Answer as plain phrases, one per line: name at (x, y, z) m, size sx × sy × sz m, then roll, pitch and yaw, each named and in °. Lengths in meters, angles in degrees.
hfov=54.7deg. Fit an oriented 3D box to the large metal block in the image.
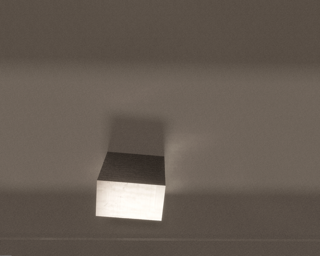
large metal block at (-0.036, 0.074, 0.409) m, size 0.081 × 0.080 × 0.050 m, roll 5°, pitch 110°, yaw -2°
